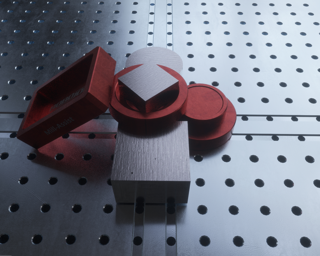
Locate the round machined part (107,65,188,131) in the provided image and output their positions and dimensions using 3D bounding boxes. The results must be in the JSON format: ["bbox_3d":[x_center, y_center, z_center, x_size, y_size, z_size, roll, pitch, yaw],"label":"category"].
[{"bbox_3d":[-0.015,-0.033,0.386,0.099,0.042,0.098,0,50,0],"label":"round machined part"}]

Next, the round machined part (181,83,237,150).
[{"bbox_3d":[0.053,-0.022,0.414,0.099,0.042,0.098,0,50,0],"label":"round machined part"}]

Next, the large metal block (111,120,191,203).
[{"bbox_3d":[-0.009,0.038,0.355,0.080,0.050,0.080,1,50,0],"label":"large metal block"}]

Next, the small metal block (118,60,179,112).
[{"bbox_3d":[-0.014,-0.048,0.368,0.050,0.025,0.050,-34,58,-25],"label":"small metal block"}]

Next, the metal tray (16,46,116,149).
[{"bbox_3d":[-0.117,-0.036,0.387,0.130,0.030,0.090,-25,43,28],"label":"metal tray"}]

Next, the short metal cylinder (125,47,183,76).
[{"bbox_3d":[-0.008,-0.074,0.453,0.080,0.050,0.080,0,50,0],"label":"short metal cylinder"}]
